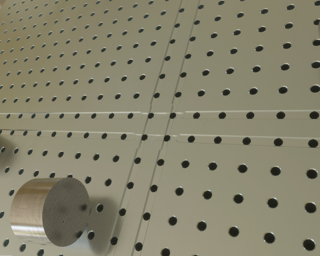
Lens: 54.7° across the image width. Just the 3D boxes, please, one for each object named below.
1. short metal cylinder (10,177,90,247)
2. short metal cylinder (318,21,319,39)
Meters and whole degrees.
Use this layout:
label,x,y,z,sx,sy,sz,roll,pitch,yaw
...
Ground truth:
label,x,y,z,sx,sy,sz,roll,pitch,yaw
short metal cylinder,-0.132,0.101,0.380,0.050,0.080,0.080,-6,59,25
short metal cylinder,0.212,-0.095,0.320,0.080,0.080,0.050,-10,58,23
